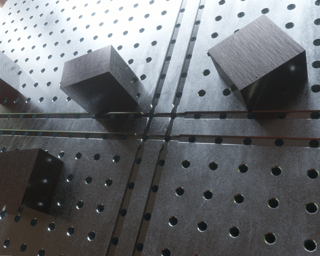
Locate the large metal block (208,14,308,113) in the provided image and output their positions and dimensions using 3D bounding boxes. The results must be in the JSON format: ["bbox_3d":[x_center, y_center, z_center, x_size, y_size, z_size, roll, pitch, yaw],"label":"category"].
[{"bbox_3d":[0.118,-0.079,0.379,0.080,0.050,0.080,-32,52,7],"label":"large metal block"}]

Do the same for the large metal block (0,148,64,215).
[{"bbox_3d":[-0.198,0.079,0.450,0.080,0.050,0.080,-6,59,25],"label":"large metal block"}]

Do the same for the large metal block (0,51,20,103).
[{"bbox_3d":[-0.330,-0.110,0.616,0.050,0.080,0.080,-28,52,11],"label":"large metal block"}]

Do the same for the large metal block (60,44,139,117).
[{"bbox_3d":[-0.087,-0.066,0.460,0.080,0.080,0.050,-15,56,20],"label":"large metal block"}]
